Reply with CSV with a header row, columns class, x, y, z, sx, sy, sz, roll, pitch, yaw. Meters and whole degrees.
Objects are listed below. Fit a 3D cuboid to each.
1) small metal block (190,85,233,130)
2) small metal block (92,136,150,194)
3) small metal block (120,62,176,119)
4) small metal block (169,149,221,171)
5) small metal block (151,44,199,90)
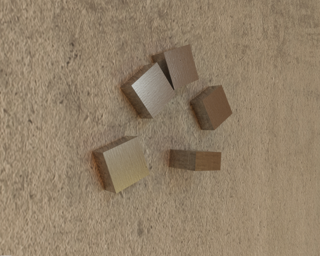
class,x,y,z,sx,sy,sz,roll,pitch,yaw
small metal block,0.078,-0.031,0.470,0.050,0.025,0.050,-39,114,-33
small metal block,-0.045,0.042,0.366,0.050,0.025,0.050,-25,106,-37
small metal block,-0.014,-0.047,0.392,0.050,0.025,0.050,-48,119,-29
small metal block,0.048,0.044,0.429,0.050,0.050,0.025,5,87,-40
small metal block,0.022,-0.082,0.422,0.050,0.025,0.050,-28,108,-37
